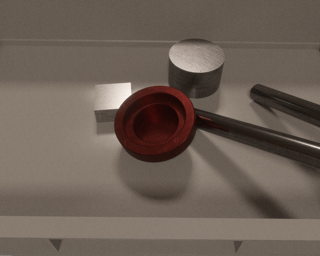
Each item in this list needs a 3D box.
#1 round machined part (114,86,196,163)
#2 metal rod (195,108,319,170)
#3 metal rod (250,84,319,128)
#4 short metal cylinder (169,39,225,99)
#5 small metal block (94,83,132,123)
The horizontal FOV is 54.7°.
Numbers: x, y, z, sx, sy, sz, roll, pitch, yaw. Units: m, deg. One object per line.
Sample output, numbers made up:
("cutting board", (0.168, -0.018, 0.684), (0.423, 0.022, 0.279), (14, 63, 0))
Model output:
("round machined part", (-0.003, -0.001, 0.385), (0.098, 0.042, 0.098), (-5, 59, 9))
("metal rod", (0.133, 0.019, 0.325), (0.300, 0.025, 0.025), (20, 50, 41))
("metal rod", (0.207, 0.001, 0.330), (0.025, 0.025, 0.300), (-22, 30, -18))
("short metal cylinder", (0.053, -0.090, 0.465), (0.081, 0.050, 0.080), (0, 50, 0))
("small metal block", (-0.064, -0.036, 0.435), (0.050, 0.025, 0.050), (-4, 50, -4))
